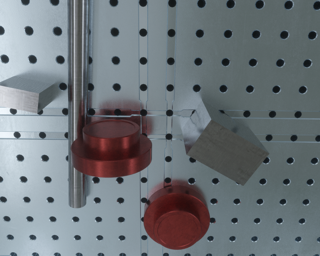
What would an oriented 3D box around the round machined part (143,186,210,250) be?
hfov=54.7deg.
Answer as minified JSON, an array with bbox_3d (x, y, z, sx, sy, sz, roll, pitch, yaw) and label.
[{"bbox_3d":[0.025,0.138,0.455,0.099,0.042,0.097,0,110,0],"label":"round machined part"}]

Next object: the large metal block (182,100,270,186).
[{"bbox_3d":[0.078,0.016,0.391,0.080,0.080,0.050,29,107,-11],"label":"large metal block"}]

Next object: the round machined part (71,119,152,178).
[{"bbox_3d":[-0.059,0.019,0.381,0.099,0.098,0.042,1,110,-1],"label":"round machined part"}]

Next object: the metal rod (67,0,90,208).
[{"bbox_3d":[-0.106,-0.029,0.401,0.025,0.025,0.298,5,110,-2],"label":"metal rod"}]

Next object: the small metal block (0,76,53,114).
[{"bbox_3d":[-0.167,-0.042,0.383,0.050,0.050,0.025,11,110,-4],"label":"small metal block"}]
